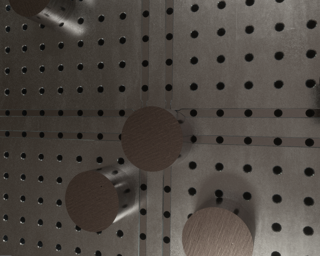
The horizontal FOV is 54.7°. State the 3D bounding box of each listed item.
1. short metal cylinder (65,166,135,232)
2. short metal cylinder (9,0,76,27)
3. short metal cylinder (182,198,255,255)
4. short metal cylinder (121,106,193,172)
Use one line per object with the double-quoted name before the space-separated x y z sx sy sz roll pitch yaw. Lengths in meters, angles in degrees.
"short metal cylinder" -0.081 0.095 0.427 0.080 0.050 0.079 0 90 19
"short metal cylinder" -0.174 -0.197 0.459 0.080 0.050 0.079 0 90 19
"short metal cylinder" 0.072 0.129 0.373 0.080 0.050 0.079 0 90 19
"short metal cylinder" -0.002 0.013 0.399 0.080 0.050 0.079 0 90 19
